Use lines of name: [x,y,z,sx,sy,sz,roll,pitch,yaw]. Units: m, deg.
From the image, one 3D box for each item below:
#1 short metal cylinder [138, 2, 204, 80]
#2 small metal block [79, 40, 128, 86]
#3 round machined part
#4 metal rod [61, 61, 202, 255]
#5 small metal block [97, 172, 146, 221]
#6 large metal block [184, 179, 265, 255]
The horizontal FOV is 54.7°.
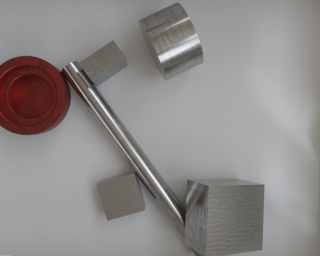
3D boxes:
short metal cylinder: [0.013,-0.106,0.384,0.050,0.080,0.080,-26,90,0]
small metal block: [-0.071,-0.081,0.397,0.050,0.050,0.025,-35,91,-3]
round machined part: [-0.164,-0.040,0.401,0.099,0.042,0.097,0,90,0]
metal rod: [-0.029,0.042,0.405,0.025,0.025,0.299,-36,93,0]
small metal block: [-0.050,0.089,0.411,0.050,0.025,0.050,-16,90,0]
large metal block: [0.080,0.107,0.385,0.081,0.050,0.080,4,88,-24]
